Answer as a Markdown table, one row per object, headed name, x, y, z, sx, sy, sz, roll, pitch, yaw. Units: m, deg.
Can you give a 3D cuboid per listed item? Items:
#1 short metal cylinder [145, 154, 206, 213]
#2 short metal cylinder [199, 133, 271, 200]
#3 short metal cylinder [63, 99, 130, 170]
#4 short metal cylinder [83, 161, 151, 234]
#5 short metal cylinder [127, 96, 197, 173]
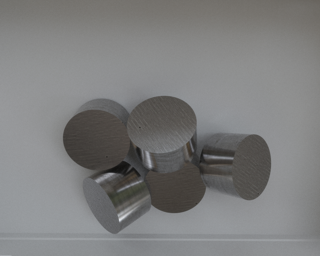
| name | x | y | z | sx | sy | sz | roll | pitch | yaw |
| --- | --- | --- | --- | --- | --- | --- | --- | --- | --- |
| short metal cylinder | 0.019 | 0.067 | 0.421 | 0.081 | 0.050 | 0.079 | 0 | 110 | -1 |
| short metal cylinder | 0.096 | 0.047 | 0.393 | 0.081 | 0.050 | 0.079 | -2 | 93 | -39 |
| short metal cylinder | -0.077 | 0.007 | 0.397 | 0.081 | 0.050 | 0.079 | 0 | 110 | -1 |
| short metal cylinder | -0.057 | 0.089 | 0.405 | 0.050 | 0.080 | 0.079 | -27 | 115 | -36 |
| short metal cylinder | 0.004 | 0.008 | 0.375 | 0.080 | 0.080 | 0.050 | -8 | 146 | 2 |
